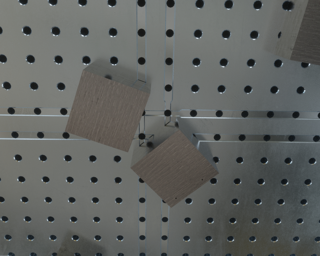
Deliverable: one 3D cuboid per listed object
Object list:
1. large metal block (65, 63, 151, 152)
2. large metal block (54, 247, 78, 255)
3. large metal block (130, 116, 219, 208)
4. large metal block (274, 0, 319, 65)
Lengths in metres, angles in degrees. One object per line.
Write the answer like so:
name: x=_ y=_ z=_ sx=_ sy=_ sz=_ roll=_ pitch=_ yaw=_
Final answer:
large metal block: x=-0.063 y=-0.026 z=0.390 sx=0.080 sy=0.050 sz=0.079 roll=19 pitch=109 yaw=-8
large metal block: x=-0.148 y=0.250 z=0.490 sx=0.080 sy=0.050 sz=0.080 roll=32 pitch=107 yaw=-12
large metal block: x=0.019 y=0.045 z=0.417 sx=0.080 sy=0.050 sz=0.080 roll=-39 pitch=106 yaw=13
large metal block: x=0.192 y=-0.115 z=0.360 sx=0.081 sy=0.050 sz=0.079 roll=9 pitch=110 yaw=-4
